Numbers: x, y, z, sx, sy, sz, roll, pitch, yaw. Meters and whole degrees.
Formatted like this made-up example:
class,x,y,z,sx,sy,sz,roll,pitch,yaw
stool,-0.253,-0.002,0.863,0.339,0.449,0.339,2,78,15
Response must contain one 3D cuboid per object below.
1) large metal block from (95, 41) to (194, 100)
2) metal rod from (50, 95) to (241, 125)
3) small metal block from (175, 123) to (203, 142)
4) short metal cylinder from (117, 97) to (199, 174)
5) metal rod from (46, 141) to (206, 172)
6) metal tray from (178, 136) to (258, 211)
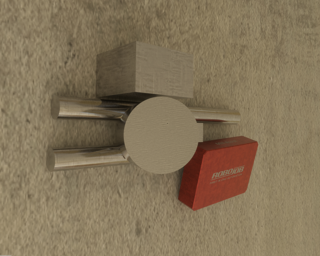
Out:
class,x,y,z,sx,sy,sz,roll,pitch,yaw
large metal block,-0.019,-0.060,0.357,0.081,0.080,0.050,1,90,-40
metal rod,0.008,-0.019,0.415,0.302,0.025,0.025,1,90,-40
small metal block,0.021,0.005,0.409,0.050,0.050,0.025,1,90,-40
short metal cylinder,-0.004,0.008,0.342,0.081,0.050,0.080,0,88,-16
metal rod,0.004,0.032,0.412,0.302,0.025,0.025,0,90,-40
metal tray,0.090,0.063,0.463,0.131,0.030,0.089,-5,111,-41
